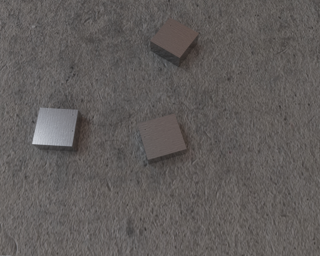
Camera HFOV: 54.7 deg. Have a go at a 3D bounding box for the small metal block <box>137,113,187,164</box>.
[{"bbox_3d":[0.002,0.014,0.403,0.050,0.025,0.050,-15,71,-6],"label":"small metal block"}]

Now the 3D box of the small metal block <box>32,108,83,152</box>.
[{"bbox_3d":[-0.133,0.002,0.406,0.050,0.025,0.050,3,70,1],"label":"small metal block"}]

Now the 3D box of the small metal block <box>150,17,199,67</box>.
[{"bbox_3d":[0.021,-0.126,0.454,0.050,0.025,0.050,33,73,11],"label":"small metal block"}]
